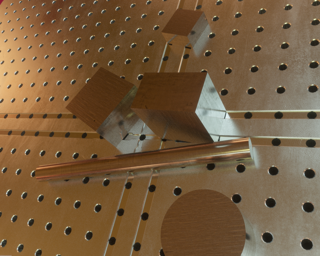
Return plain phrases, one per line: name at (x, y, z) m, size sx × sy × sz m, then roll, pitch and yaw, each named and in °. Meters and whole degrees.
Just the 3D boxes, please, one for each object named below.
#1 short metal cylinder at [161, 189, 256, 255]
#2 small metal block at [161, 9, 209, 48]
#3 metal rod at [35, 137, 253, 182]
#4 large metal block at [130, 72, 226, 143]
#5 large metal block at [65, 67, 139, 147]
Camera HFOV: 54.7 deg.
short metal cylinder at (0.048, 0.106, 0.301) m, size 0.080 × 0.050 × 0.080 m, roll -13°, pitch 56°, yaw 20°
small metal block at (0.039, -0.156, 0.483) m, size 0.050 × 0.025 × 0.050 m, roll 22°, pitch 73°, yaw 35°
metal rod at (-0.037, 0.045, 0.398) m, size 0.301 × 0.025 × 0.025 m, roll -9°, pitch 58°, yaw 22°
large metal block at (0.025, -0.023, 0.373) m, size 0.080 × 0.080 × 0.050 m, roll 6°, pitch 65°, yaw 30°
large metal block at (-0.075, -0.032, 0.449) m, size 0.080 × 0.050 × 0.080 m, roll 32°, pitch 79°, yaw 37°
